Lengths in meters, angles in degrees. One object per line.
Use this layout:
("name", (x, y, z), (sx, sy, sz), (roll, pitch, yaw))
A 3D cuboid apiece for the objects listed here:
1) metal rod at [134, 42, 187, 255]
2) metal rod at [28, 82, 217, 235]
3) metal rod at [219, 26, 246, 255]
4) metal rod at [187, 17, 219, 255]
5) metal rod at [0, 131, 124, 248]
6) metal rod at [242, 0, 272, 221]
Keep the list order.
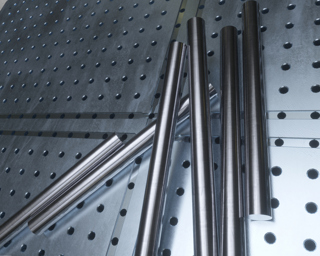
("metal rod", (0.002, 0.031, 0.365), (0.025, 0.025, 0.299), (-1, 68, 27))
("metal rod", (-0.050, 0.040, 0.411), (0.300, 0.025, 0.025), (-39, 51, 2))
("metal rod", (0.084, -0.006, 0.368), (0.025, 0.025, 0.300), (-8, 58, 24))
("metal rod", (0.047, -0.005, 0.363), (0.025, 0.025, 0.299), (-10, 65, 23))
("metal rod", (-0.171, 0.109, 0.432), (0.300, 0.025, 0.025), (-39, 51, 1))
("metal rod", (0.114, -0.043, 0.375), (0.025, 0.025, 0.300), (-7, 58, 25))
